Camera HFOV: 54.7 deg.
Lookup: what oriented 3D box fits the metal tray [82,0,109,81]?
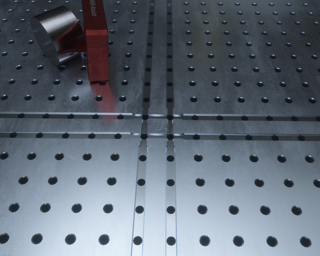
[{"bbox_3d":[-0.103,-0.147,0.486,0.030,0.089,0.130,-5,50,-13],"label":"metal tray"}]

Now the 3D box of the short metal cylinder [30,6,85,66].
[{"bbox_3d":[-0.161,-0.146,0.494,0.050,0.080,0.080,-34,58,-25],"label":"short metal cylinder"}]
